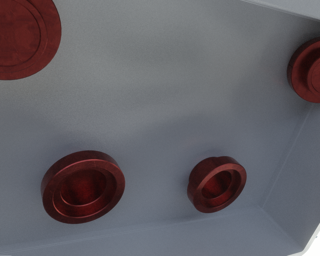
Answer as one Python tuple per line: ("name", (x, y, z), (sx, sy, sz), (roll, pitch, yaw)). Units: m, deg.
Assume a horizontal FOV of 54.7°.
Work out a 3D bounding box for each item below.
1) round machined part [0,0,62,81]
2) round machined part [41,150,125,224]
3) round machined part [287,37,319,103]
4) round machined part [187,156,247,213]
("round machined part", (-0.136, -0.087, 0.269), (0.099, 0.042, 0.097), (-14, 124, -21))
("round machined part", (-0.097, 0.068, 0.387), (0.099, 0.042, 0.097), (-14, 124, -21))
("round machined part", (0.242, -0.082, 0.453), (0.099, 0.042, 0.097), (1, 115, 3))
("round machined part", (0.086, 0.085, 0.497), (0.099, 0.042, 0.097), (-14, 124, -21))
